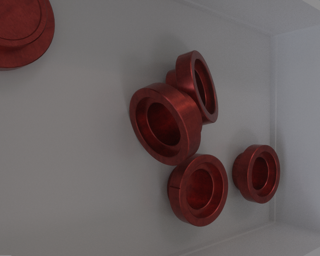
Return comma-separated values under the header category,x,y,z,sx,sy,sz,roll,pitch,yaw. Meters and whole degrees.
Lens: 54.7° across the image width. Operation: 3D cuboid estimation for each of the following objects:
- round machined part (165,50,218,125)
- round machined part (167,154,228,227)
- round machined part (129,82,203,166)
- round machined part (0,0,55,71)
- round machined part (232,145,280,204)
category,x,y,z,sx,sy,sz,roll,pitch,yaw
round machined part,0.041,-0.050,0.413,0.098,0.042,0.098,41,42,-51
round machined part,0.049,0.084,0.436,0.099,0.042,0.097,0,90,-40
round machined part,0.011,-0.008,0.368,0.042,0.098,0.097,-30,109,-35
round machined part,-0.142,-0.103,0.276,0.099,0.042,0.097,0,90,-40
round machined part,0.161,0.077,0.531,0.099,0.042,0.097,0,90,-40
